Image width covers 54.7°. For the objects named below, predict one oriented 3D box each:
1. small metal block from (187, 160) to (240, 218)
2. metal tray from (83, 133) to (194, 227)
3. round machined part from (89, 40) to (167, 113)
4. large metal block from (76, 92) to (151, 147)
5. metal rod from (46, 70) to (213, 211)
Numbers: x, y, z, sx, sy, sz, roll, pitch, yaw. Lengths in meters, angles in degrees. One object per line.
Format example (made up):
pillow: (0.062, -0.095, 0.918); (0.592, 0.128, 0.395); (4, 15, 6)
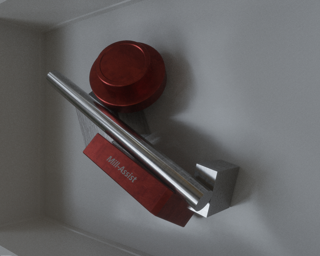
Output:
small metal block: (0.059, 0.064, 0.339); (0.025, 0.050, 0.050); (19, 102, 38)
metal tray: (-0.024, 0.062, 0.376); (0.130, 0.090, 0.030); (33, 83, 34)
round machined part: (-0.043, -0.072, 0.393); (0.099, 0.042, 0.098); (-3, 65, 7)
large metal block: (-0.070, -0.013, 0.443); (0.080, 0.050, 0.080); (-28, 73, 36)
metal rod: (-0.058, -0.002, 0.384); (0.300, 0.025, 0.025); (36, 112, 33)
